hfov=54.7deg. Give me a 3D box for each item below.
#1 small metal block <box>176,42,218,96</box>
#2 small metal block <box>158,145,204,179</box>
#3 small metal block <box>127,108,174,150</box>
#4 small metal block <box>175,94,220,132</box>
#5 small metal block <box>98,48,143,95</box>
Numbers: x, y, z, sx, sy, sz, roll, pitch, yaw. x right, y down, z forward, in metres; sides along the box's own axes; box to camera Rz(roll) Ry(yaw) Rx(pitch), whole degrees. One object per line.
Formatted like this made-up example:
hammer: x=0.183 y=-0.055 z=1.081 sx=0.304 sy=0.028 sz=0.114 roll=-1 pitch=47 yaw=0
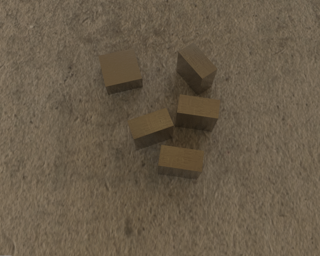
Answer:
small metal block: x=0.049 y=-0.080 z=0.425 sx=0.025 sy=0.050 sz=0.050 roll=-35 pitch=74 yaw=-12
small metal block: x=0.024 y=0.043 z=0.379 sx=0.050 sy=0.050 sz=0.025 roll=8 pitch=70 yaw=2
small metal block: x=-0.011 y=0.003 z=0.394 sx=0.050 sy=0.050 sz=0.025 roll=-19 pitch=72 yaw=-7
small metal block: x=0.047 y=-0.018 z=0.402 sx=0.050 sy=0.050 sz=0.025 roll=9 pitch=71 yaw=3
small metal block: x=-0.055 y=-0.080 z=0.437 sx=0.050 sy=0.025 sz=0.050 roll=-14 pitch=71 yaw=-6
